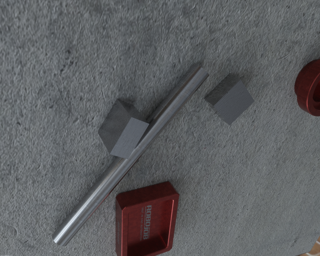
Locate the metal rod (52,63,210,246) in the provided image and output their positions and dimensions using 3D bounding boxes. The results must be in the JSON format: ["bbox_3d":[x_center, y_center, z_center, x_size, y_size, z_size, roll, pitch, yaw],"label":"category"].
[{"bbox_3d":[-0.042,0.039,0.409,0.025,0.025,0.299,34,99,-39],"label":"metal rod"}]

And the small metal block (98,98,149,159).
[{"bbox_3d":[-0.045,0.000,0.368,0.025,0.050,0.050,22,107,-37],"label":"small metal block"}]

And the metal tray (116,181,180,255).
[{"bbox_3d":[-0.022,0.152,0.487,0.091,0.030,0.129,-10,123,-24],"label":"metal tray"}]

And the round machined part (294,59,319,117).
[{"bbox_3d":[0.257,-0.071,0.496,0.099,0.042,0.097,-14,125,-21],"label":"round machined part"}]

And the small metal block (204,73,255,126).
[{"bbox_3d":[0.098,-0.040,0.438,0.050,0.025,0.050,-45,130,3],"label":"small metal block"}]
